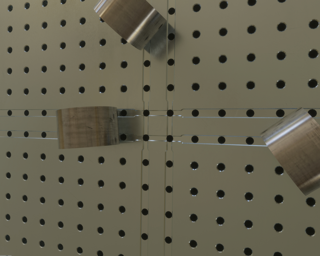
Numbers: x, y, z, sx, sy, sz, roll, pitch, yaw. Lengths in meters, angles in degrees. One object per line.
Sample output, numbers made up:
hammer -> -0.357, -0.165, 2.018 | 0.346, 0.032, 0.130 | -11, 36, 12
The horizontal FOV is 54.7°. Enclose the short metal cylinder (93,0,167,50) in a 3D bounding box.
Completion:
short metal cylinder -> -0.037, -0.146, 0.396 | 0.050, 0.080, 0.080 | -46, 76, 14

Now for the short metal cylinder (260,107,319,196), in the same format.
short metal cylinder -> 0.152, 0.024, 0.330 | 0.050, 0.080, 0.080 | -37, 78, 16

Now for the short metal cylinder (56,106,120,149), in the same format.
short metal cylinder -> -0.096, 0.000, 0.417 | 0.080, 0.080, 0.050 | -5, 89, 20
